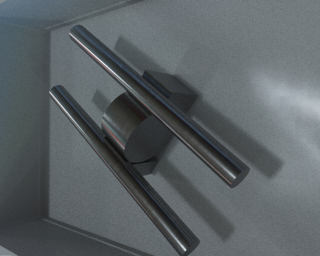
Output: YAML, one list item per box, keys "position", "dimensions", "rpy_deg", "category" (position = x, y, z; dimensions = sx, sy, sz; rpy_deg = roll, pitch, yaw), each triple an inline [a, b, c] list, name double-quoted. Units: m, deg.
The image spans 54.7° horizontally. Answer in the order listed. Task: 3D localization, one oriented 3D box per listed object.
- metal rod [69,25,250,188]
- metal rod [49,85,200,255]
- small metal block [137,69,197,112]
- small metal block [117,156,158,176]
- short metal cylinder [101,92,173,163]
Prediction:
- position: [-0.021, -0.043, 0.356]
  dimensions: [0.300, 0.025, 0.025]
  rpy_deg: [43, 116, 31]
  category: "metal rod"
- position: [-0.062, 0.034, 0.390]
  dimensions: [0.300, 0.025, 0.025]
  rpy_deg: [43, 116, 31]
  category: "metal rod"
- position: [0.009, -0.045, 0.379]
  dimensions: [0.050, 0.050, 0.025]
  rpy_deg: [44, 117, 30]
  category: "small metal block"
- position: [-0.040, 0.040, 0.419]
  dimensions: [0.050, 0.050, 0.025]
  rpy_deg: [44, 117, 30]
  category: "small metal block"
- position: [-0.025, -0.003, 0.388]
  dimensions: [0.050, 0.081, 0.080]
  rpy_deg: [44, 116, 31]
  category: "short metal cylinder"
